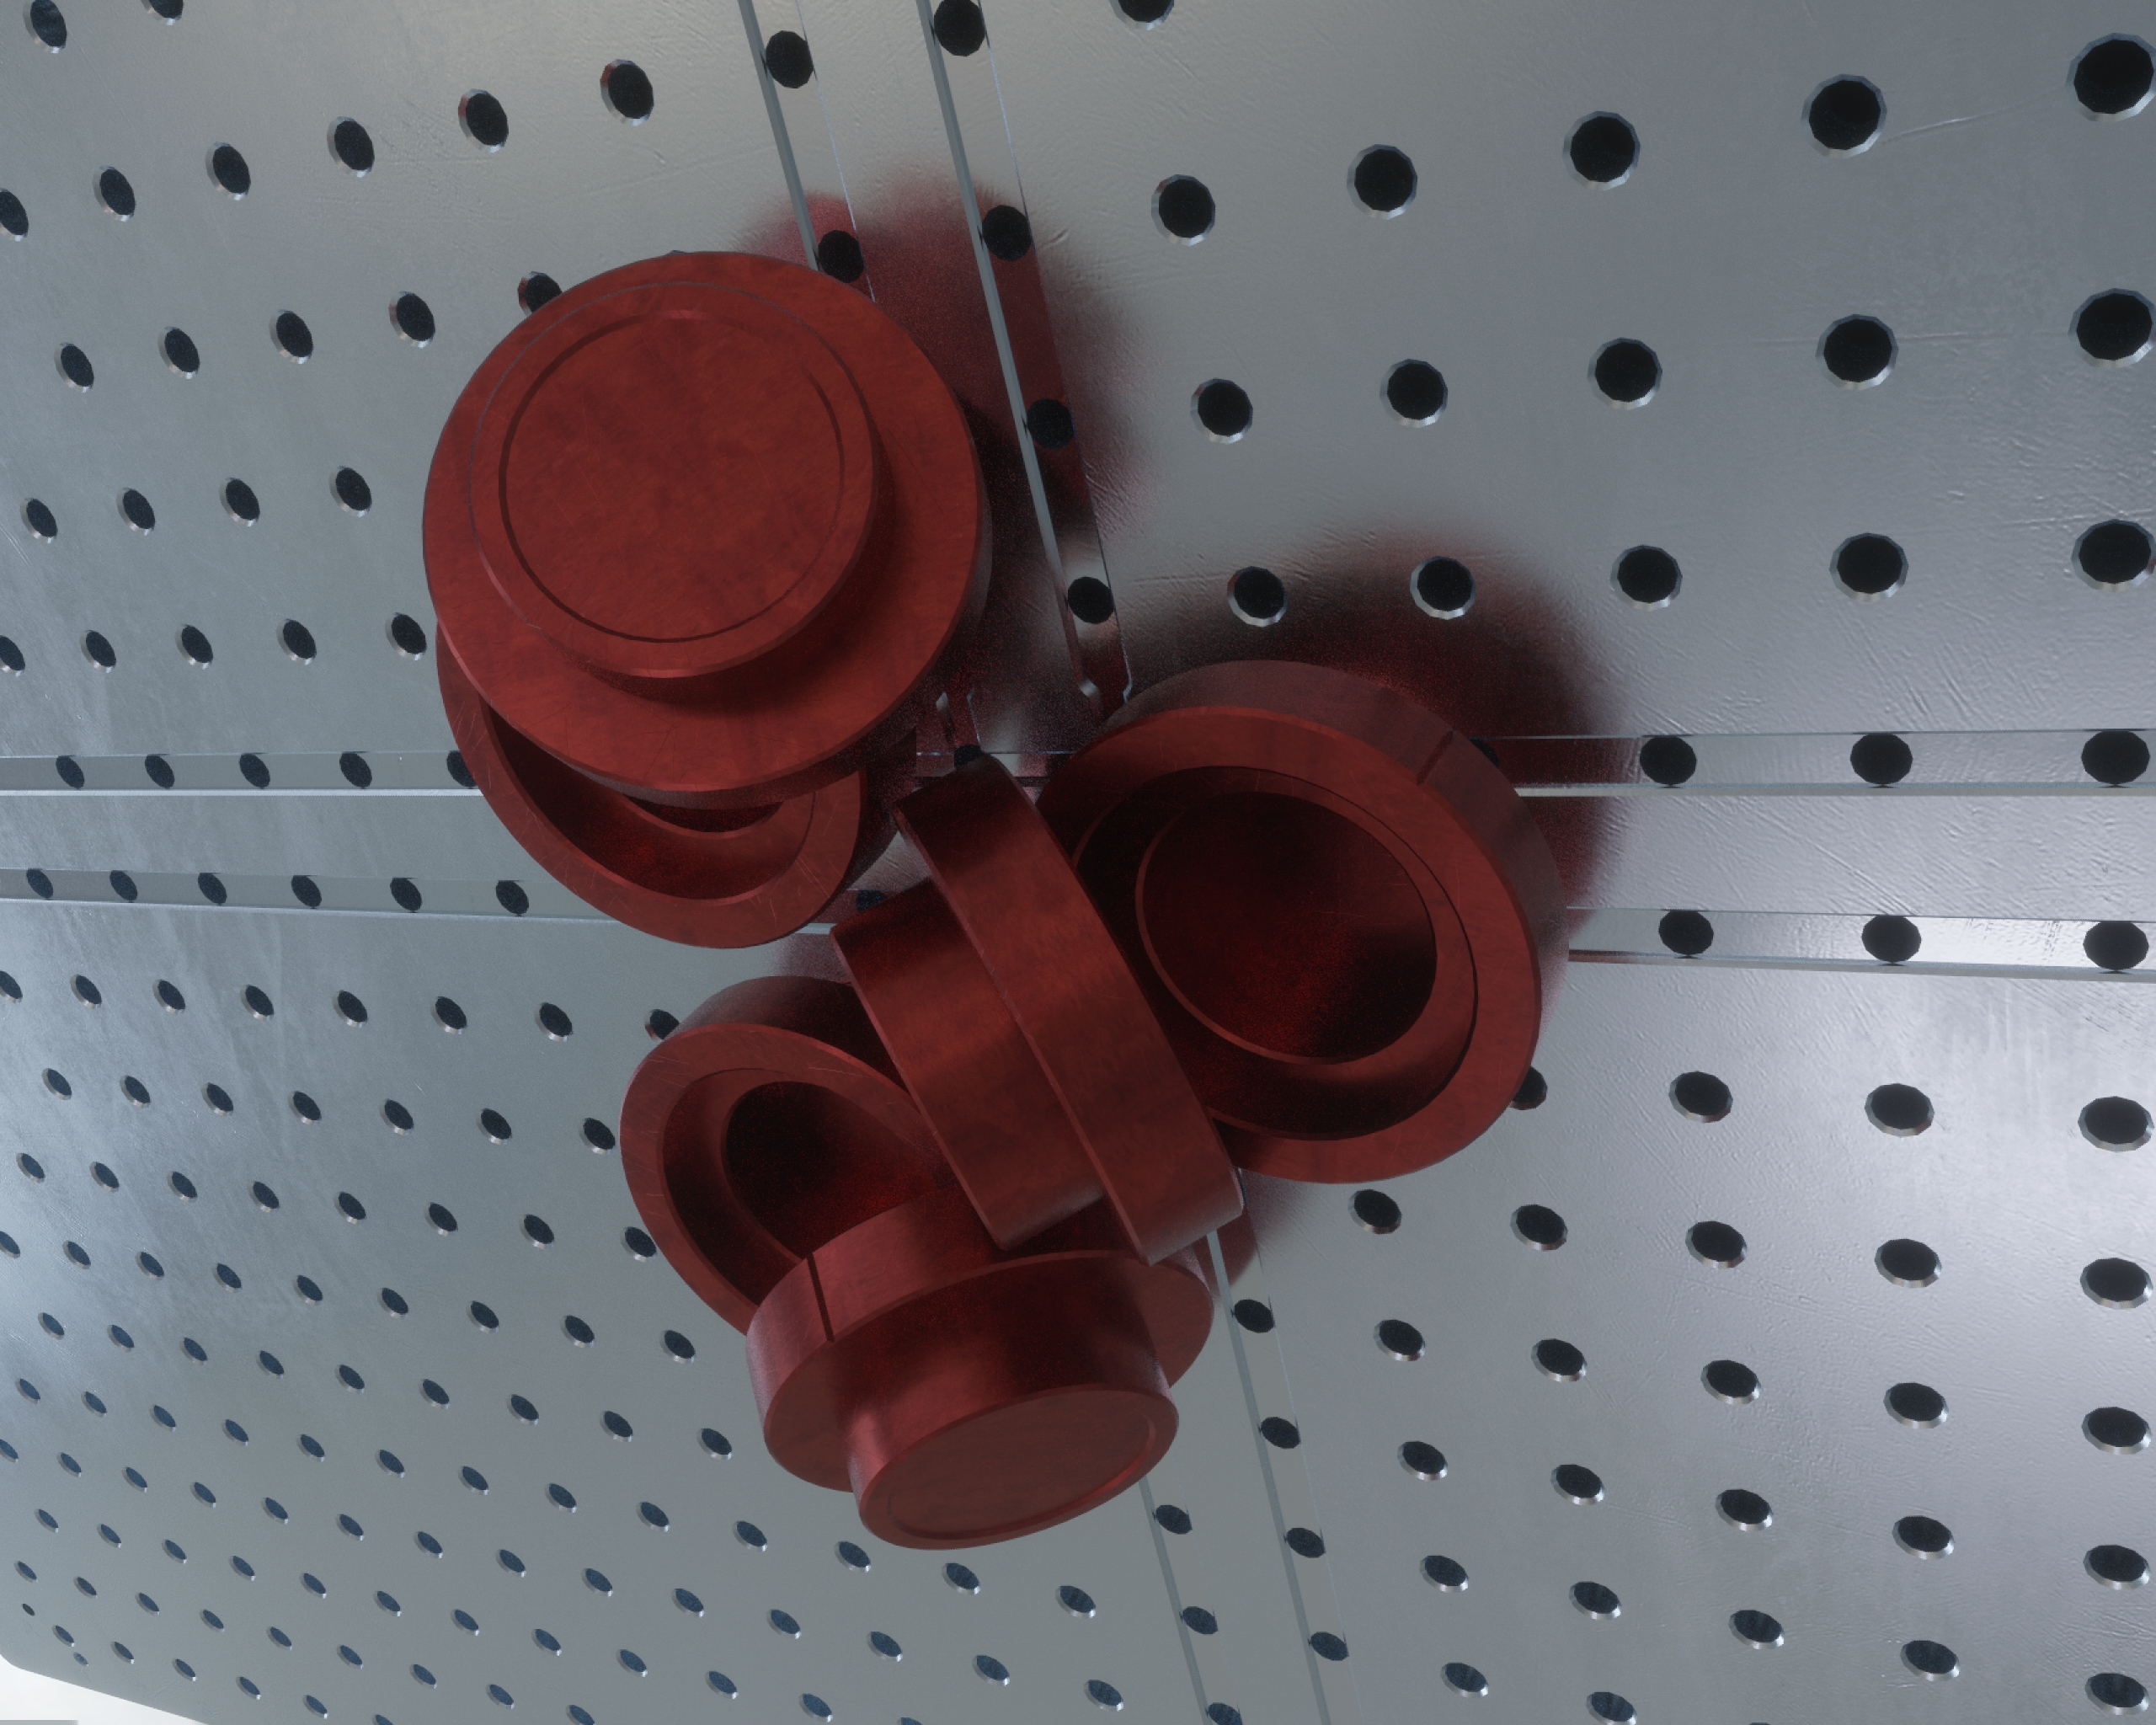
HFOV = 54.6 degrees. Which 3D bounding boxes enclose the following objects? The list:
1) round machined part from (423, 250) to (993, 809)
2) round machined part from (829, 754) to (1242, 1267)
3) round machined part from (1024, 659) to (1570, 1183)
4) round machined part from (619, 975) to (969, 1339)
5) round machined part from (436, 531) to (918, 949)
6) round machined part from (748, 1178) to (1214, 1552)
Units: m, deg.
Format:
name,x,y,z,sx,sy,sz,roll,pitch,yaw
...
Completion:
name,x,y,z,sx,sy,sz,roll,pitch,yaw
round machined part,-0.065,-0.061,0.362,0.098,0.042,0.098,0,82,2
round machined part,-0.012,0.032,0.388,0.042,0.098,0.098,-29,107,-6
round machined part,0.041,0.007,0.383,0.098,0.042,0.097,13,124,21
round machined part,-0.050,0.066,0.467,0.098,0.042,0.097,13,124,21
round machined part,-0.075,-0.035,0.418,0.098,0.042,0.097,13,124,21
round machined part,-0.017,0.110,0.441,0.099,0.042,0.098,-13,142,-11
